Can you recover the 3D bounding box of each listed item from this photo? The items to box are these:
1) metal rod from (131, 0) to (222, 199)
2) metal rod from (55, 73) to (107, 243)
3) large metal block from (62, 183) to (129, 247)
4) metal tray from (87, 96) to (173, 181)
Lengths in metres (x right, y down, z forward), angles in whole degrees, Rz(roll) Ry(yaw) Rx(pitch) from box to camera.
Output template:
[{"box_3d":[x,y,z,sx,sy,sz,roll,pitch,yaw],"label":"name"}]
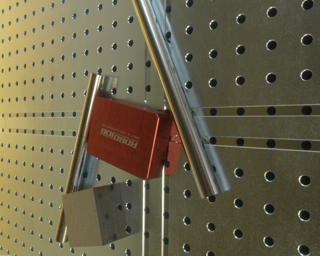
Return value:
[{"box_3d":[0.013,-0.059,0.396,0.025,0.025,0.299,-29,72,36],"label":"metal rod"},{"box_3d":[-0.135,0.056,0.517,0.025,0.025,0.298,25,106,37],"label":"metal rod"},{"box_3d":[-0.100,0.133,0.473,0.080,0.050,0.080,-20,78,38],"label":"large metal block"},{"box_3d":[-0.048,0.010,0.444,0.130,0.030,0.089,18,101,38],"label":"metal tray"}]
